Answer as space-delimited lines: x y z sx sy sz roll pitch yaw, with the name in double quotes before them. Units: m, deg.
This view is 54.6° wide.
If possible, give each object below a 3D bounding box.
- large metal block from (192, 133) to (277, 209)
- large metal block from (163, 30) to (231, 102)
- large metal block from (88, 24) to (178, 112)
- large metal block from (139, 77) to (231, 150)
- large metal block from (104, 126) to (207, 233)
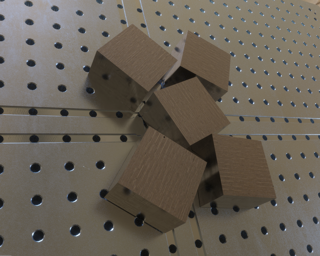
"large metal block" 0.094 0.059 0.406 0.081 0.050 0.080 9 58 -24
"large metal block" 0.059 -0.089 0.476 0.080 0.050 0.080 25 53 -16
"large metal block" -0.036 -0.082 0.422 0.080 0.050 0.080 39 51 -1
"large metal block" 0.033 -0.014 0.417 0.081 0.050 0.080 -25 75 -37
"large metal block" -0.003 0.059 0.352 0.080 0.050 0.080 33 51 -7
